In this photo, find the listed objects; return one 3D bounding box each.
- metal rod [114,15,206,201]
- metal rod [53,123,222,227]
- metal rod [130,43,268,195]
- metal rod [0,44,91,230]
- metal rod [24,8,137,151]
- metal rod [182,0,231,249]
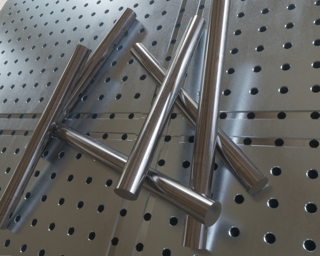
[{"bbox_3d":[0.012,-0.048,0.395,0.025,0.025,0.300,0,50,28],"label":"metal rod"},{"bbox_3d":[-0.054,0.042,0.387,0.300,0.025,0.025,20,72,43],"label":"metal rod"},{"bbox_3d":[0.032,-0.034,0.412,0.025,0.025,0.300,-38,51,2],"label":"metal rod"},{"bbox_3d":[-0.180,0.006,0.477,0.025,0.025,0.299,14,76,34],"label":"metal rod"},{"bbox_3d":[-0.129,-0.086,0.530,0.025,0.025,0.300,21,73,36],"label":"metal rod"},{"bbox_3d":[0.056,-0.022,0.352,0.025,0.025,0.299,1,75,29],"label":"metal rod"}]
